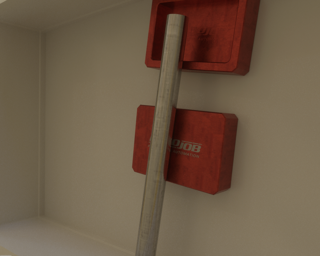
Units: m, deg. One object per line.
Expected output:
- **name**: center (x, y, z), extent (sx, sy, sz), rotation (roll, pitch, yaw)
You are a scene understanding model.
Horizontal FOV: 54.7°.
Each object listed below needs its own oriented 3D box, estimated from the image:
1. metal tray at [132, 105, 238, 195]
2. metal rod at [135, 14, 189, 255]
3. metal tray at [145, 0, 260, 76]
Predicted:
- **metal tray**: center (0.025, 0.021, 0.381), extent (0.130, 0.030, 0.089), rotation (9, 96, 39)
- **metal rod**: center (0.000, 0.022, 0.364), extent (0.025, 0.025, 0.298), rotation (13, 98, 39)
- **metal tray**: center (0.044, -0.112, 0.365), extent (0.130, 0.030, 0.089), rotation (12, 98, 39)
